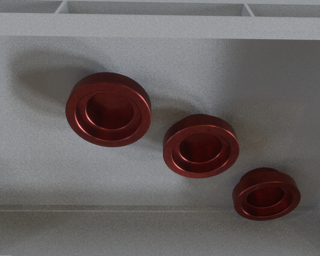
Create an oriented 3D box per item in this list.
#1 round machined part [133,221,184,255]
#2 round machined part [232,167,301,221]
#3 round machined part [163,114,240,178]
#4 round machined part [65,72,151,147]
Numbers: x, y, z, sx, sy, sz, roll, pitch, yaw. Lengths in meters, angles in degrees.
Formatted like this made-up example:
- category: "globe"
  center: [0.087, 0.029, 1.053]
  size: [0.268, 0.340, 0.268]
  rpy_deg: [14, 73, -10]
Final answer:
- category: "round machined part"
  center: [-0.003, 0.224, 0.591]
  size: [0.099, 0.042, 0.097]
  rpy_deg: [0, 130, 0]
- category: "round machined part"
  center: [0.162, 0.100, 0.484]
  size: [0.099, 0.042, 0.097]
  rpy_deg: [0, 130, 0]
- category: "round machined part"
  center: [0.053, 0.020, 0.415]
  size: [0.099, 0.042, 0.097]
  rpy_deg: [0, 130, 0]
- category: "round machined part"
  center: [-0.060, -0.026, 0.375]
  size: [0.099, 0.042, 0.097]
  rpy_deg: [0, 130, 0]
